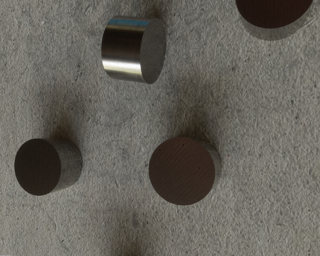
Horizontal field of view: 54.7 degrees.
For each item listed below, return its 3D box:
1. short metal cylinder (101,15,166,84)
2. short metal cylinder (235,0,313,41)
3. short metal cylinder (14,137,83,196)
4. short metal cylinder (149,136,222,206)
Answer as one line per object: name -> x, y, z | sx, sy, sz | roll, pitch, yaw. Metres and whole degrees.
short metal cylinder -> -0.030, -0.098, 0.390 | 0.050, 0.080, 0.079 | 11, 94, 20
short metal cylinder -> 0.129, -0.145, 0.350 | 0.080, 0.050, 0.080 | 0, 90, 20
short metal cylinder -> -0.162, 0.054, 0.453 | 0.080, 0.050, 0.080 | 0, 90, 20
short metal cylinder -> 0.033, 0.050, 0.384 | 0.080, 0.050, 0.080 | 0, 90, 20
